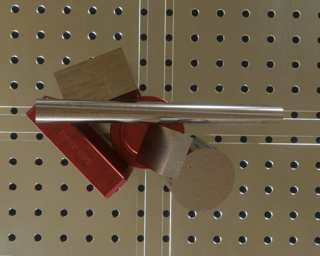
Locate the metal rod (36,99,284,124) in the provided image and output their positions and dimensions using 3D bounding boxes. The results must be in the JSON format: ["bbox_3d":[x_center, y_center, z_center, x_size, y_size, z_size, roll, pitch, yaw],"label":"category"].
[{"bbox_3d":[0.016,-0.018,0.366,0.303,0.025,0.025,0,90,-20],"label":"metal rod"}]

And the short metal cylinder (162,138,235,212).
[{"bbox_3d":[0.046,0.057,0.389,0.081,0.050,0.079,-4,103,-15],"label":"short metal cylinder"}]

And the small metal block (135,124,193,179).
[{"bbox_3d":[0.004,0.025,0.357,0.025,0.050,0.050,23,87,-43],"label":"small metal block"}]

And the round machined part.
[{"bbox_3d":[-0.017,0.006,0.407,0.099,0.042,0.097,0,90,-1],"label":"round machined part"}]

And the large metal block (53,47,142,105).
[{"bbox_3d":[-0.072,-0.053,0.383,0.080,0.080,0.050,-21,90,0],"label":"large metal block"}]

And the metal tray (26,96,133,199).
[{"bbox_3d":[-0.092,0.021,0.379,0.030,0.090,0.130,-44,91,0],"label":"metal tray"}]
